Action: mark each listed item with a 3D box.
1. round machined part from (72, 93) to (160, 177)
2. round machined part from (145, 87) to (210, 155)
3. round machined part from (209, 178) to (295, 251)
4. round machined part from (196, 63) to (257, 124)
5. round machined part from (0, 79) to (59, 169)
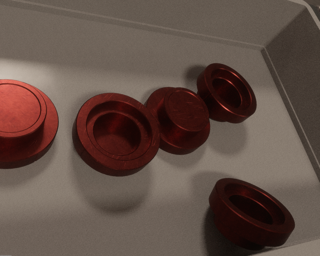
[{"bbox_3d":[-0.053,0.011,0.361,0.099,0.042,0.098,14,56,-21],"label":"round machined part"},{"bbox_3d":[0.027,-0.016,0.421,0.099,0.042,0.098,14,56,-21],"label":"round machined part"},{"bbox_3d":[0.103,0.105,0.369,0.099,0.042,0.098,19,19,-7],"label":"round machined part"},{"bbox_3d":[0.096,-0.048,0.474,0.099,0.042,0.098,18,51,-24],"label":"round machined part"},{"bbox_3d":[-0.155,-0.011,0.318,0.099,0.042,0.098,14,56,-21],"label":"round machined part"}]
